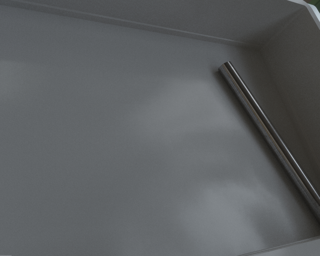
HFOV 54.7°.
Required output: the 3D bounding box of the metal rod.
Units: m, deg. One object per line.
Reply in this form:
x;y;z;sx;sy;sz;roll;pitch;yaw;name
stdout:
0.182;0.019;0.494;0.025;0.025;0.299;-19;72;-35;metal rod
